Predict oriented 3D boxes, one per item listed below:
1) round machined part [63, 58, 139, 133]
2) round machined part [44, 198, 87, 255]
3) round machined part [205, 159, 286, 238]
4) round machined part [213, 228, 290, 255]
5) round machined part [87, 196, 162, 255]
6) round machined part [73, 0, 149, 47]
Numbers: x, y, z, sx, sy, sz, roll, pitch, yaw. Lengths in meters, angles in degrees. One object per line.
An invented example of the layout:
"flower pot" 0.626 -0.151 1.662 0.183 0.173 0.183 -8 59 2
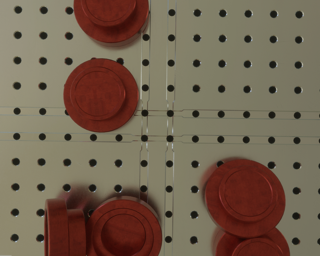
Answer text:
"round machined part" -0.077 -0.043 0.404 0.099 0.042 0.097 0 90 0
"round machined part" -0.117 0.135 0.381 0.042 0.098 0.097 0 90 -23
"round machined part" 0.106 0.085 0.387 0.098 0.042 0.098 -2 65 4
"round machined part" 0.122 0.169 0.406 0.099 0.042 0.097 0 90 0
"round machined part" -0.046 0.137 0.405 0.099 0.042 0.097 0 90 -1
"round machined part" -0.064 -0.160 0.404 0.099 0.042 0.097 0 90 0
